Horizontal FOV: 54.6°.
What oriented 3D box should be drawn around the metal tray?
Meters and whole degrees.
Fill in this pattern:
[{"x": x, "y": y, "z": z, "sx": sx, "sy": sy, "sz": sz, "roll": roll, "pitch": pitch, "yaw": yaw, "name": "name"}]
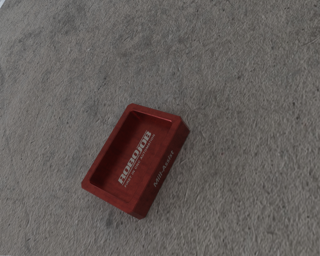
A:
[{"x": -0.031, "y": 0.037, "z": 0.395, "sx": 0.090, "sy": 0.030, "sz": 0.130, "roll": 18, "pitch": 71, "yaw": 35, "name": "metal tray"}]
